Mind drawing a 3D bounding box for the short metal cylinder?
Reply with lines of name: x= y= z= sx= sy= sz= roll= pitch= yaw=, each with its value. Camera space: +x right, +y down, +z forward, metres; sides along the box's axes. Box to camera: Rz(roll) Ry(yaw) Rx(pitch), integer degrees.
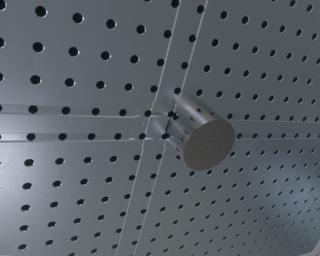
short metal cylinder: x=0.056 y=0.012 z=0.433 sx=0.081 sy=0.050 sz=0.080 roll=-14 pitch=124 yaw=-21
